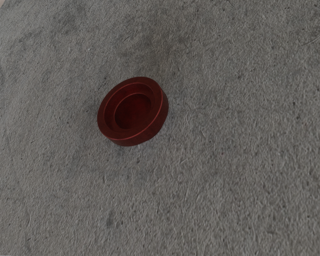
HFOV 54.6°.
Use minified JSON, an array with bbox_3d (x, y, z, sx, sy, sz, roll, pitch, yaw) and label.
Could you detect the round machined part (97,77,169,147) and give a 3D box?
[{"bbox_3d":[-0.032,-0.018,0.422,0.098,0.042,0.098,-13,56,21],"label":"round machined part"}]
